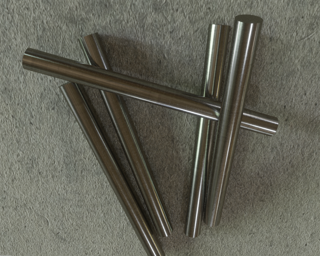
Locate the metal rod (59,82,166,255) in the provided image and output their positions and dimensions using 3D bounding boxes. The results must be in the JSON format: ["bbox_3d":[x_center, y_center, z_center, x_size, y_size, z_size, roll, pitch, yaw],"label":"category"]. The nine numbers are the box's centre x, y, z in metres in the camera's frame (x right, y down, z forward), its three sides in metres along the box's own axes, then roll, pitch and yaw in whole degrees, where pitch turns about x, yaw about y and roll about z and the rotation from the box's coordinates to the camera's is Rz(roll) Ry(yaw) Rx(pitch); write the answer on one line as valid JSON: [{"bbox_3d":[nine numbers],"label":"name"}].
[{"bbox_3d":[-0.059,0.073,0.436,0.025,0.025,0.299,-21,109,7],"label":"metal rod"}]

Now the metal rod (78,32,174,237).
[{"bbox_3d":[-0.039,0.023,0.417,0.025,0.025,0.298,-17,109,6],"label":"metal rod"}]

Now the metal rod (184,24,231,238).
[{"bbox_3d":[0.059,0.018,0.416,0.025,0.025,0.298,4,110,-2],"label":"metal rod"}]

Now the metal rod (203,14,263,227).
[{"bbox_3d":[0.079,0.019,0.371,0.025,0.025,0.298,0,128,0],"label":"metal rod"}]

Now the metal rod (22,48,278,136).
[{"bbox_3d":[-0.006,-0.040,0.366,0.302,0.025,0.025,15,109,-6],"label":"metal rod"}]
